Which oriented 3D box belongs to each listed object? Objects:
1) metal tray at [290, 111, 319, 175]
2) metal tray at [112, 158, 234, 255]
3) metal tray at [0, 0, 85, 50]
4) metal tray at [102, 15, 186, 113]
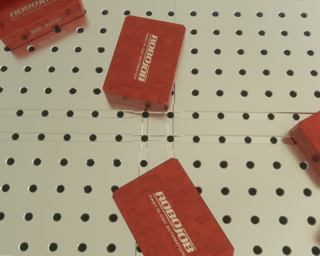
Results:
[{"bbox_3d":[0.254,0.007,0.408,0.131,0.030,0.090,-27,72,-10],"label":"metal tray"},{"bbox_3d":[0.013,0.113,0.368,0.090,0.030,0.130,-29,73,-10],"label":"metal tray"},{"bbox_3d":[-0.195,-0.188,0.476,0.131,0.030,0.090,-31,73,-11],"label":"metal tray"},{"bbox_3d":[-0.020,-0.094,0.443,0.090,0.030,0.130,12,70,4],"label":"metal tray"}]
